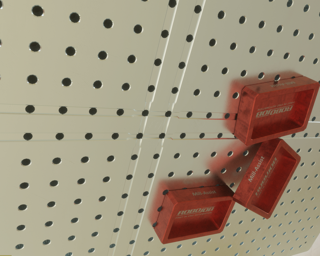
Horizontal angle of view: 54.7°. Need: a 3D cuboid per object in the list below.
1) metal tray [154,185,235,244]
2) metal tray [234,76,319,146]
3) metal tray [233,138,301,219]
[{"bbox_3d":[0.063,0.148,0.536,0.131,0.030,0.089,1,118,-29],"label":"metal tray"},{"bbox_3d":[0.186,-0.028,0.494,0.131,0.030,0.089,-12,124,-22],"label":"metal tray"},{"bbox_3d":[0.191,0.088,0.548,0.090,0.030,0.130,34,84,-39],"label":"metal tray"}]
